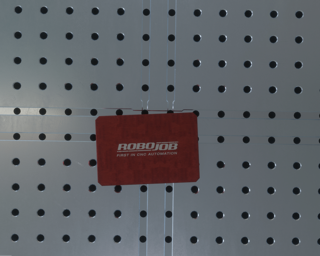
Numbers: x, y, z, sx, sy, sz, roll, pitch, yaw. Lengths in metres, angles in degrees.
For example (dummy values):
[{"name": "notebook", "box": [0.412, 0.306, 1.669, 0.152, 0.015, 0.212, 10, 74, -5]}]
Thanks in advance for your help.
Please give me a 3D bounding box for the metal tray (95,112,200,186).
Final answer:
[{"name": "metal tray", "box": [-0.016, 0.027, 0.411, 0.131, 0.030, 0.090, -2, 90, 0]}]
